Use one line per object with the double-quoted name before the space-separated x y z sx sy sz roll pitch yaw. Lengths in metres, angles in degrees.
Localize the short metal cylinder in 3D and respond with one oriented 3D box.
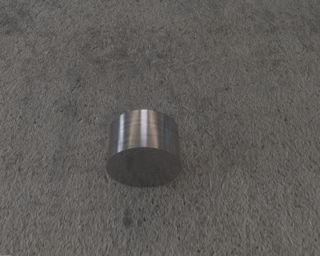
"short metal cylinder" -0.018 0.025 0.347 0.080 0.080 0.050 -1 50 -1
